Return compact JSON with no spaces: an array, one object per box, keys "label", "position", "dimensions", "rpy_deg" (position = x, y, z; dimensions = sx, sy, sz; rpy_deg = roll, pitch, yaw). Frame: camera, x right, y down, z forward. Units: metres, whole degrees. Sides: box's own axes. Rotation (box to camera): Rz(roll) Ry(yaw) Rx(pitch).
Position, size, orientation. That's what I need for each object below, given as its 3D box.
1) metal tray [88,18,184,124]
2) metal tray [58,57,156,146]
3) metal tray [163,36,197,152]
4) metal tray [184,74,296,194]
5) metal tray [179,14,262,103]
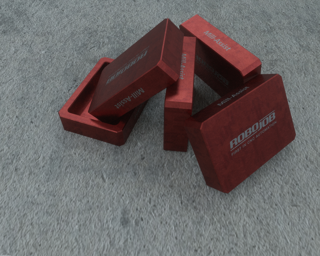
[{"label":"metal tray","position":[-0.031,-0.068,0.388],"dimensions":[0.130,0.030,0.090],"rpy_deg":[-28,38,36]},{"label":"metal tray","position":[-0.068,-0.042,0.436],"dimensions":[0.090,0.030,0.130],"rpy_deg":[16,52,12]},{"label":"metal tray","position":[0.026,-0.046,0.401],"dimensions":[0.030,0.089,0.130],"rpy_deg":[5,51,4]},{"label":"metal tray","position":[0.098,0.003,0.361],"dimensions":[0.131,0.090,0.030],"rpy_deg":[-32,22,-24]},{"label":"metal tray","position":[0.083,-0.090,0.436],"dimensions":[0.030,0.090,0.130],"rpy_deg":[-35,57,-9]}]
